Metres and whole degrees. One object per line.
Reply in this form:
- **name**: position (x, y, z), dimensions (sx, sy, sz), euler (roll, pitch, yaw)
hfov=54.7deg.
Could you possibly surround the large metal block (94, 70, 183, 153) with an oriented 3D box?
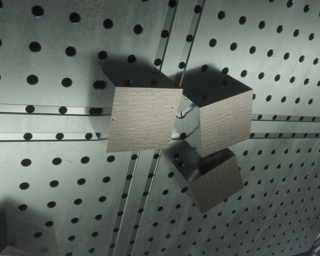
- **large metal block**: position (-0.028, -0.020, 0.369), dimensions (0.081, 0.050, 0.079), euler (-2, 119, -28)

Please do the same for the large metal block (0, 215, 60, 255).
- **large metal block**: position (-0.189, 0.170, 0.398), dimensions (0.080, 0.050, 0.080), euler (-45, 130, 2)

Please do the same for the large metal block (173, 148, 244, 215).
- **large metal block**: position (0.078, 0.075, 0.487), dimensions (0.080, 0.050, 0.080), euler (-31, 129, -9)

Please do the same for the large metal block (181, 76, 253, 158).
- **large metal block**: position (0.078, -0.017, 0.430), dimensions (0.081, 0.050, 0.079), euler (-20, 126, -17)
